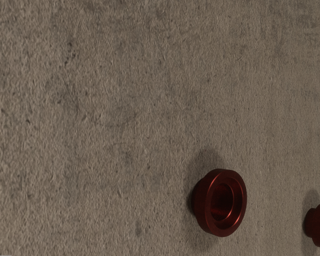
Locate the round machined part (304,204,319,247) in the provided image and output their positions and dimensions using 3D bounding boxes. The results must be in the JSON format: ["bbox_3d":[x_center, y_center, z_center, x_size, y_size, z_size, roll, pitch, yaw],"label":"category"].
[{"bbox_3d":[0.366,0.220,0.706,0.099,0.042,0.097,0,90,-40],"label":"round machined part"}]

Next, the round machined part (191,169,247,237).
[{"bbox_3d":[0.085,0.110,0.468,0.099,0.042,0.097,0,90,-40],"label":"round machined part"}]
